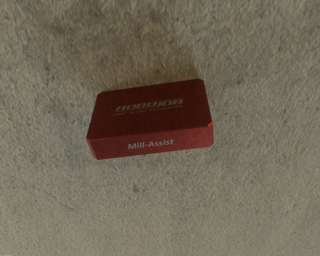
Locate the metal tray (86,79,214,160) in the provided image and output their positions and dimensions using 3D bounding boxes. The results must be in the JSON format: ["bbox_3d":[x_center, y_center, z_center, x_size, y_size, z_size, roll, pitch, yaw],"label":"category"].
[{"bbox_3d":[-0.010,-0.012,0.353,0.131,0.090,0.030,-7,130,5],"label":"metal tray"}]
